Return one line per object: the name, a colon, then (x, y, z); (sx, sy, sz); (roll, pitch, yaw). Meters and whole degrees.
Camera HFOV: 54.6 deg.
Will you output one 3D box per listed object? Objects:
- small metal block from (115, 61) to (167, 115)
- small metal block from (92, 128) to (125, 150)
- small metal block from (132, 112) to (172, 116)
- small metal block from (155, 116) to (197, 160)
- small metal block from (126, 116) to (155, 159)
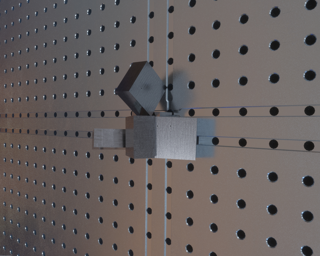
small metal block: (-0.023, -0.050, 0.400); (0.025, 0.050, 0.050); (4, 57, 41)
small metal block: (-0.069, 0.017, 0.438); (0.050, 0.050, 0.025); (154, 116, -73)
small metal block: (-0.012, 0.003, 0.421); (0.050, 0.025, 0.050); (3, 92, 40)
small metal block: (0.020, 0.012, 0.380); (0.050, 0.025, 0.050); (2, 92, 9)
small metal block: (-0.026, 0.011, 0.384); (0.050, 0.025, 0.050); (179, 91, -73)
